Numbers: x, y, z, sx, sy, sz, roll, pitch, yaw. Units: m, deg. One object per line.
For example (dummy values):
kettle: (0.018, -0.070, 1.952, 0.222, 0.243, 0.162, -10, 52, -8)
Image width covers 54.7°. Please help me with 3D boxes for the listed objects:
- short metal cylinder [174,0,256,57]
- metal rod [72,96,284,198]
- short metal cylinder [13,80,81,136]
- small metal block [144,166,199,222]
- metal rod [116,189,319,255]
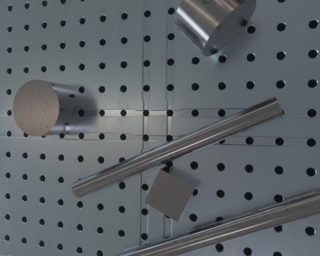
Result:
short metal cylinder: (0.064, -0.131, 0.361, 0.080, 0.080, 0.050, -45, 76, 14)
metal rod: (0.009, 0.032, 0.409, 0.300, 0.025, 0.025, -24, 82, 18)
short metal cylinder: (-0.166, -0.028, 0.458, 0.080, 0.050, 0.079, 0, 90, 20)
small metal block: (0.015, 0.086, 0.407, 0.050, 0.025, 0.050, 27, 99, 17)
metal rod: (0.075, 0.129, 0.385, 0.300, 0.025, 0.025, -24, 82, 18)
